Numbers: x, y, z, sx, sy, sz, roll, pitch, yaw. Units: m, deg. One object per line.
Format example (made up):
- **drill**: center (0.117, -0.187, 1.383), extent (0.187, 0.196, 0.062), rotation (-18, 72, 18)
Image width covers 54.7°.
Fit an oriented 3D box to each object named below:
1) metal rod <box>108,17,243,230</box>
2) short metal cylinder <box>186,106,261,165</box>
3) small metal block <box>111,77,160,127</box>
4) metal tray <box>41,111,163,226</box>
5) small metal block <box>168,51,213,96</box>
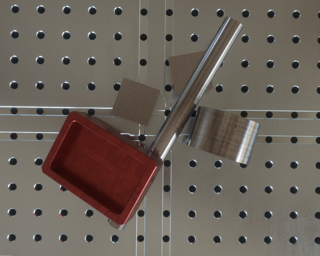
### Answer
- **metal rod**: center (0.016, 0.000, 0.395), extent (0.025, 0.025, 0.299), rotation (30, 97, -1)
- **short metal cylinder**: center (0.079, 0.009, 0.387), extent (0.080, 0.080, 0.050), rotation (18, 90, -1)
- **small metal block**: center (-0.032, -0.034, 0.413), extent (0.050, 0.025, 0.050), rotation (20, 90, -1)
- **metal tray**: center (-0.074, 0.047, 0.389), extent (0.130, 0.030, 0.090), rotation (30, 97, 14)
- **small metal block**: center (0.040, -0.072, 0.414), extent (0.050, 0.025, 0.050), rotation (-10, 90, -1)
